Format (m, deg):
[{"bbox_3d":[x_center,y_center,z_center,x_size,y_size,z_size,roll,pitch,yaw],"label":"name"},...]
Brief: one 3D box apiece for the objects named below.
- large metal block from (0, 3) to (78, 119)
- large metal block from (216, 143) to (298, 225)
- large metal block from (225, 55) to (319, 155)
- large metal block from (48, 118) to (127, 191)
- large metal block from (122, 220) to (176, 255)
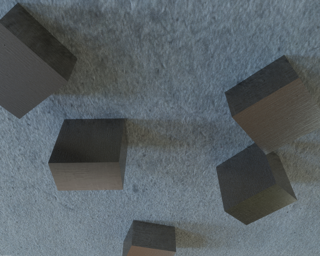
[{"bbox_3d":[-0.151,-0.068,0.330,0.080,0.050,0.080,-31,124,23],"label":"large metal block"},{"bbox_3d":[0.132,0.077,0.439,0.050,0.080,0.080,37,121,-27],"label":"large metal block"},{"bbox_3d":[0.138,-0.025,0.372,0.080,0.050,0.080,-33,123,24],"label":"large metal block"},{"bbox_3d":[-0.087,0.032,0.397,0.081,0.080,0.050,-1,130,0],"label":"large metal block"},{"bbox_3d":[-0.022,0.222,0.580,0.081,0.050,0.079,13,129,-12],"label":"large metal block"}]
